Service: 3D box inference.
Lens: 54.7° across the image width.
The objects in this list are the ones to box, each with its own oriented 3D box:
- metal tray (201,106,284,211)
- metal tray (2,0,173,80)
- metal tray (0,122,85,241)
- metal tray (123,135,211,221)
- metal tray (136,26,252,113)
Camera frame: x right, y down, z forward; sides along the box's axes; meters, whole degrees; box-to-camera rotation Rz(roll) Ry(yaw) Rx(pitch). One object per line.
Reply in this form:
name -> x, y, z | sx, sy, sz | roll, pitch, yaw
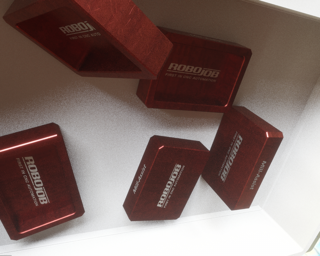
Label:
metal tray -> 0.114, 0.043, 0.455 | 0.030, 0.090, 0.129 | 2, 117, -30
metal tray -> -0.063, -0.079, 0.256 | 0.090, 0.130, 0.030 | 37, 74, -39
metal tray -> -0.148, 0.065, 0.364 | 0.091, 0.030, 0.129 | -17, 126, -19
metal tray -> 0.009, 0.077, 0.458 | 0.091, 0.030, 0.129 | 9, 114, -32
metal tray -> 0.044, -0.068, 0.386 | 0.131, 0.030, 0.089 | 2, 118, -29
